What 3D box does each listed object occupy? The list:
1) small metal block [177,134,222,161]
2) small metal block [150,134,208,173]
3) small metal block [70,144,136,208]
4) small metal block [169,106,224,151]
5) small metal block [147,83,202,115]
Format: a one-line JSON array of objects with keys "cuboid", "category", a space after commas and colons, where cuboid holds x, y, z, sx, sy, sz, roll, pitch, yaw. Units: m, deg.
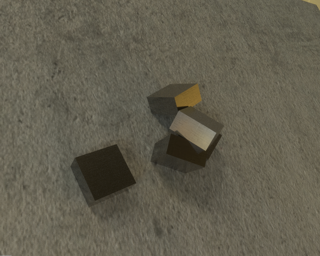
[{"cuboid": [0.050, 0.016, 0.423, 0.050, 0.025, 0.050, 40, 50, -2], "category": "small metal block"}, {"cuboid": [0.023, 0.033, 0.379, 0.050, 0.050, 0.025, 21, 67, -16], "category": "small metal block"}, {"cuboid": [-0.062, 0.051, 0.340, 0.050, 0.025, 0.050, -18, 71, -35], "category": "small metal block"}, {"cuboid": [0.046, -0.001, 0.380, 0.050, 0.025, 0.050, 32, 20, 13], "category": "small metal block"}, {"cuboid": [0.020, -0.040, 0.421, 0.050, 0.050, 0.025, -34, 118, -39], "category": "small metal block"}]
